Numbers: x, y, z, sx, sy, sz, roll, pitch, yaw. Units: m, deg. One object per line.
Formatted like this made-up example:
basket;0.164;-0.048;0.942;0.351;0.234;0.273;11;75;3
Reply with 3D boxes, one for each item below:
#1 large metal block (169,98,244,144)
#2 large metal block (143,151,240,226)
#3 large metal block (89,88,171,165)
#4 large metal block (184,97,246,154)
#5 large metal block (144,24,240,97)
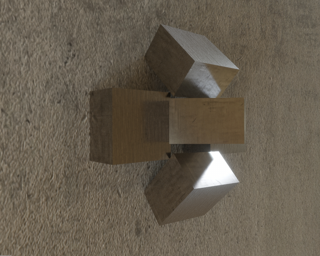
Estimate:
large metal block;0.053;-0.008;0.374;0.080;0.080;0.050;0;91;4
large metal block;0.039;0.076;0.397;0.081;0.080;0.050;2;46;-39
large metal block;-0.034;-0.002;0.363;0.081;0.050;0.079;-1;91;-40
large metal block;0.082;-0.004;0.458;0.081;0.050;0.079;0;90;-40
large metal block;0.039;-0.083;0.398;0.081;0.080;0.050;0;134;-40
